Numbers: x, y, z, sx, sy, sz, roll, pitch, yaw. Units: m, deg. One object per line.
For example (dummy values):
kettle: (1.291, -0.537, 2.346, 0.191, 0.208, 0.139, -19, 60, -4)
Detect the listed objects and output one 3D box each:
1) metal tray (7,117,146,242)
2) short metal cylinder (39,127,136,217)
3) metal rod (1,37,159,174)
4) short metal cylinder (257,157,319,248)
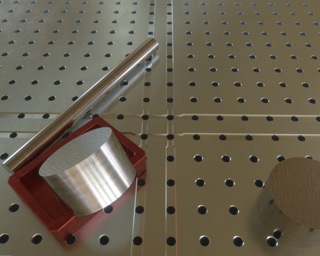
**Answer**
metal tray: (-0.091, 0.052, 0.359, 0.090, 0.030, 0.131, 35, 58, 26)
short metal cylinder: (-0.072, 0.042, 0.314, 0.080, 0.050, 0.080, -24, 21, 10)
metal rod: (-0.094, -0.046, 0.445, 0.025, 0.025, 0.301, 27, 55, 20)
short metal cylinder: (0.149, 0.078, 0.327, 0.080, 0.050, 0.080, 0, 50, 0)
